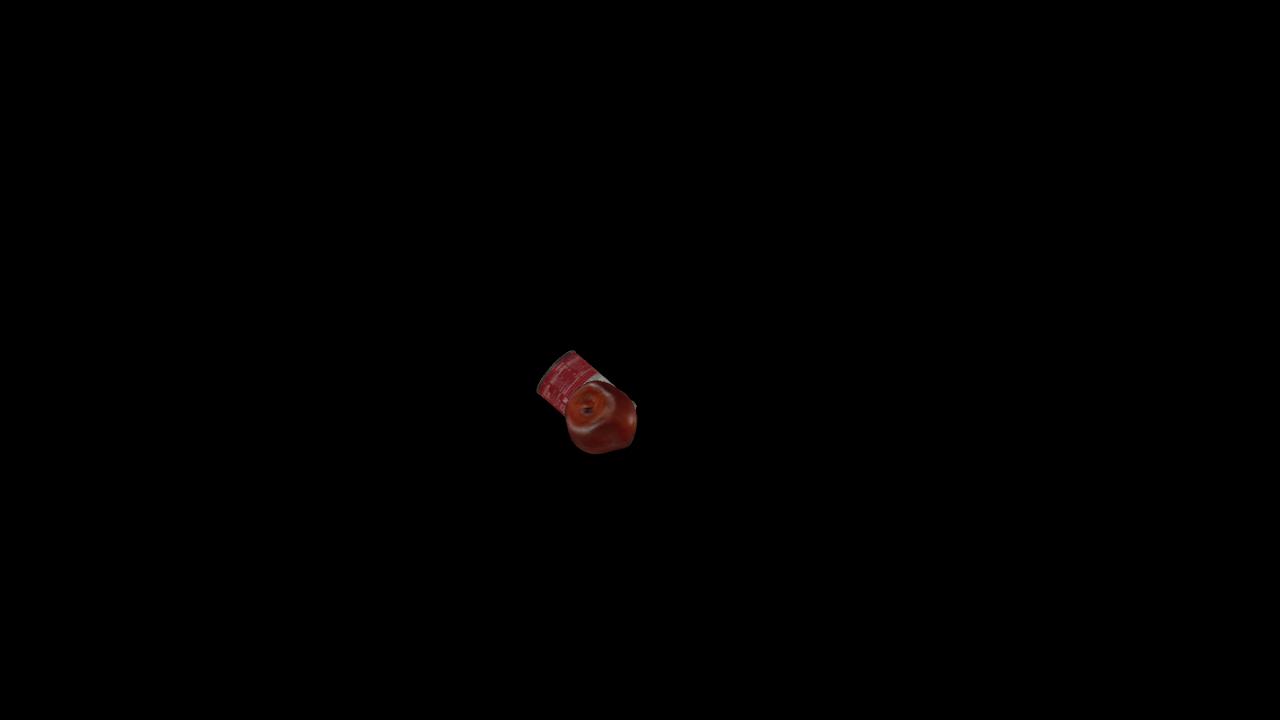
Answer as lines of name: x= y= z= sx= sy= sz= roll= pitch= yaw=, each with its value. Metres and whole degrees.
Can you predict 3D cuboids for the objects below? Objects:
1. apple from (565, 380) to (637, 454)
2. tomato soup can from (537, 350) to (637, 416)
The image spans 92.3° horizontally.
apple: x=-0.041 y=0.066 z=0.678 sx=0.079 sy=0.079 sz=0.093 roll=0 pitch=-22 yaw=23
tomato soup can: x=-0.062 y=0.045 z=0.724 sx=0.101 sy=0.068 sz=0.068 roll=39 pitch=8 yaw=10
